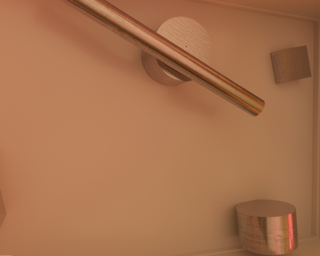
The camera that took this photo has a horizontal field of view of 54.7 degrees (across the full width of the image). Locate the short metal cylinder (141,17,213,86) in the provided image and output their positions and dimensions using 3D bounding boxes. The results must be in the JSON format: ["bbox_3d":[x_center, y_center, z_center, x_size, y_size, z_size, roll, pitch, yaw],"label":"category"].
[{"bbox_3d":[0.021,-0.098,0.406,0.081,0.050,0.079,0,90,-20],"label":"short metal cylinder"}]

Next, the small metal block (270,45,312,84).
[{"bbox_3d":[0.207,-0.100,0.489,0.050,0.025,0.050,-13,95,-20],"label":"small metal block"}]

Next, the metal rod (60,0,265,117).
[{"bbox_3d":[0.001,-0.092,0.358,0.301,0.025,0.025,28,81,-18],"label":"metal rod"}]

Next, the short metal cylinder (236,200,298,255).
[{"bbox_3d":[0.151,0.138,0.439,0.081,0.080,0.050,-5,92,-20],"label":"short metal cylinder"}]

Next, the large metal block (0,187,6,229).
[{"bbox_3d":[-0.195,0.067,0.310,0.050,0.080,0.079,-12,94,-20],"label":"large metal block"}]
